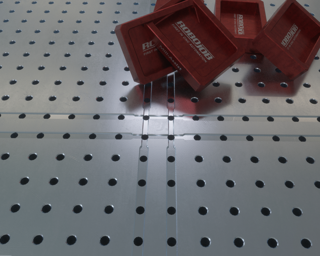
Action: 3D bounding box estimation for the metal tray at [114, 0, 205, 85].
[{"bbox_3d":[0.009,-0.131,0.469,0.131,0.090,0.030,-27,22,-17],"label":"metal tray"}]

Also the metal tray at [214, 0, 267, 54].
[{"bbox_3d":[0.144,-0.189,0.563,0.090,0.030,0.130,6,50,5],"label":"metal tray"}]

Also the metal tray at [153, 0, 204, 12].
[{"bbox_3d":[0.032,-0.192,0.567,0.090,0.030,0.130,6,50,5],"label":"metal tray"}]

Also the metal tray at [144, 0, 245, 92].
[{"bbox_3d":[0.049,-0.130,0.459,0.090,0.030,0.130,-39,85,-13],"label":"metal tray"}]

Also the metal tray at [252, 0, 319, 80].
[{"bbox_3d":[0.215,-0.149,0.506,0.090,0.030,0.130,41,57,-2],"label":"metal tray"}]
